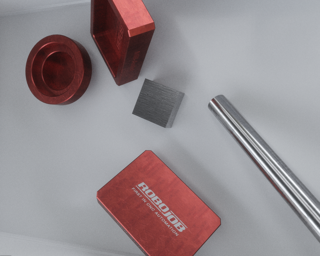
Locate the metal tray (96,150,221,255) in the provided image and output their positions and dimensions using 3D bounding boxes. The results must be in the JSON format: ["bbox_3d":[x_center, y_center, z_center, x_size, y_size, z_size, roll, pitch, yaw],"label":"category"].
[{"bbox_3d":[-0.003,0.102,0.382,0.090,0.030,0.130,-40,75,-23],"label":"metal tray"}]

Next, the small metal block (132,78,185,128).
[{"bbox_3d":[-0.002,-0.032,0.410,0.050,0.025,0.050,24,98,18],"label":"small metal block"}]

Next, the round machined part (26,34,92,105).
[{"bbox_3d":[-0.141,-0.082,0.450,0.098,0.042,0.097,0,90,19],"label":"round machined part"}]

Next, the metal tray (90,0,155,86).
[{"bbox_3d":[-0.051,-0.118,0.375,0.030,0.130,0.090,-25,80,-19],"label":"metal tray"}]

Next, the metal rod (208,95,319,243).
[{"bbox_3d":[0.139,0.072,0.303,0.025,0.025,0.300,-43,54,14],"label":"metal rod"}]
